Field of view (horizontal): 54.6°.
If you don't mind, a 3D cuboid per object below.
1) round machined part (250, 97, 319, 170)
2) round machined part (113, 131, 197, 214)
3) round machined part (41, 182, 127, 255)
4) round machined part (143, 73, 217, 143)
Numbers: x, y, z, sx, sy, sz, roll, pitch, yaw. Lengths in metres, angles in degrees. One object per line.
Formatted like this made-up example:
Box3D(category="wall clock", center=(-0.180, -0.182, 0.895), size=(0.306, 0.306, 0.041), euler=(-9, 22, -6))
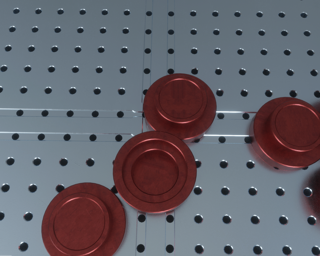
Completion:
Box3D(category="round machined part", center=(0.171, 0.003, 0.403), size=(0.099, 0.042, 0.098), euler=(0, 70, 0))
Box3D(category="round machined part", center=(-0.006, 0.056, 0.382), size=(0.099, 0.042, 0.098), euler=(0, 70, 0))
Box3D(category="round machined part", center=(-0.089, 0.112, 0.361), size=(0.099, 0.042, 0.098), euler=(0, 70, 0))
Box3D(category="round machined part", center=(0.027, -0.031, 0.414), size=(0.099, 0.042, 0.098), euler=(0, 70, 0))
